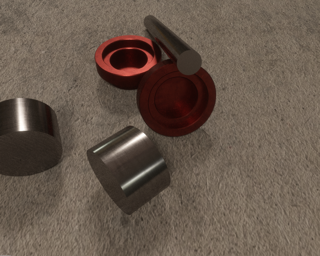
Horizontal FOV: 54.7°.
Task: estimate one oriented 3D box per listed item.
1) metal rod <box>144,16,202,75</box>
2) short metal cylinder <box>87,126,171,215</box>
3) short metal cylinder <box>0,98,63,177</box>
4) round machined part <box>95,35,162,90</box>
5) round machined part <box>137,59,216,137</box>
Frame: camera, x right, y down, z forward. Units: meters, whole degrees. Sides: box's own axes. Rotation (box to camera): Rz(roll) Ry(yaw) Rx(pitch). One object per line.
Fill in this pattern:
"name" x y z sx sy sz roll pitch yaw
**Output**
"metal rod" 0.006 -0.129 0.436 0.025 0.025 0.300 -7 27 -6
"short metal cylinder" -0.034 0.044 0.330 0.050 0.080 0.080 -33 58 -25
"short metal cylinder" -0.157 0.012 0.356 0.081 0.080 0.050 -15 52 -12
"round machined part" -0.047 -0.096 0.472 0.099 0.042 0.098 0 50 0
"round machined part" 0.018 -0.041 0.397 0.099 0.097 0.042 -12 27 -10
